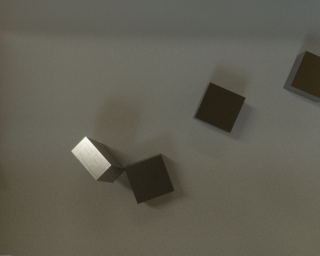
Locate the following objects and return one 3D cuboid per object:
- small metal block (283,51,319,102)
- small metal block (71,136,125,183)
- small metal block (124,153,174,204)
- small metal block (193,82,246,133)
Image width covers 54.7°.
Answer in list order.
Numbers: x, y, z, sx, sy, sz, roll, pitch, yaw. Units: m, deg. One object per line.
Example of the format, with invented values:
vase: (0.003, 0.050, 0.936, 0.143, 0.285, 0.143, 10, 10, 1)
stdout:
small metal block: (0.203, -0.068, 0.414, 0.050, 0.025, 0.050, 23, 90, -1)
small metal block: (-0.076, 0.041, 0.391, 0.025, 0.050, 0.050, -46, 71, 0)
small metal block: (-0.014, 0.066, 0.411, 0.050, 0.025, 0.050, -20, 90, -1)
small metal block: (0.078, -0.026, 0.412, 0.050, 0.025, 0.050, 24, 90, -1)
